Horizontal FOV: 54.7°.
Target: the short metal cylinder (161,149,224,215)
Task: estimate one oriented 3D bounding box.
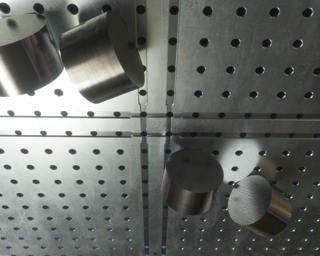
[{"bbox_3d":[0.045,0.075,0.440,0.081,0.080,0.050,6,130,-5],"label":"short metal cylinder"}]

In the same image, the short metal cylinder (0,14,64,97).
[{"bbox_3d":[-0.145,-0.075,0.311,0.080,0.080,0.050,-6,130,5],"label":"short metal cylinder"}]

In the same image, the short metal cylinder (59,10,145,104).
[{"bbox_3d":[-0.056,-0.070,0.315,0.050,0.080,0.080,-19,128,15],"label":"short metal cylinder"}]

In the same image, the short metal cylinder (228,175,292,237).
[{"bbox_3d":[0.153,0.120,0.479,0.050,0.080,0.080,34,122,-25],"label":"short metal cylinder"}]
